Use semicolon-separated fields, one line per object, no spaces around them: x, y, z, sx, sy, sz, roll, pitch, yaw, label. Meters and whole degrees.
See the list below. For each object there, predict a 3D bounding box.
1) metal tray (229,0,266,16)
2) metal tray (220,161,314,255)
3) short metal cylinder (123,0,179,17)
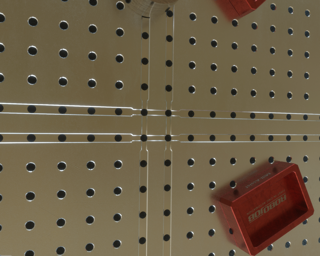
0.146;-0.243;0.463;0.130;0.030;0.090;-44;104;-15;metal tray
0.165;0.119;0.470;0.131;0.030;0.090;-26;99;-18;metal tray
-0.008;-0.190;0.396;0.081;0.050;0.079;0;90;-20;short metal cylinder
